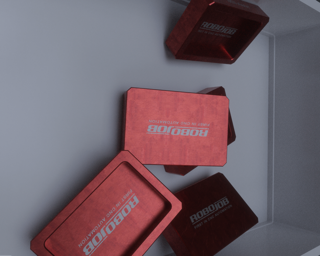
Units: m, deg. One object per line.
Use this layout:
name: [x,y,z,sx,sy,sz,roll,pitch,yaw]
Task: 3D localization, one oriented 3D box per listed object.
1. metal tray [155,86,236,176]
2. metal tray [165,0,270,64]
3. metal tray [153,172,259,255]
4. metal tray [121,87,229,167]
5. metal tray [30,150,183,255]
metal tray: [0.053,0.001,0.449,0.131,0.030,0.089,-27,107,-37]
metal tray: [0.082,-0.136,0.435,0.131,0.089,0.030,-5,55,-40]
metal tray: [0.064,0.122,0.425,0.131,0.030,0.090,-16,59,-39]
metal tray: [0.019,0.001,0.387,0.131,0.030,0.089,3,88,-15]
metal tray: [-0.052,0.098,0.321,0.090,0.030,0.130,45,73,-2]
